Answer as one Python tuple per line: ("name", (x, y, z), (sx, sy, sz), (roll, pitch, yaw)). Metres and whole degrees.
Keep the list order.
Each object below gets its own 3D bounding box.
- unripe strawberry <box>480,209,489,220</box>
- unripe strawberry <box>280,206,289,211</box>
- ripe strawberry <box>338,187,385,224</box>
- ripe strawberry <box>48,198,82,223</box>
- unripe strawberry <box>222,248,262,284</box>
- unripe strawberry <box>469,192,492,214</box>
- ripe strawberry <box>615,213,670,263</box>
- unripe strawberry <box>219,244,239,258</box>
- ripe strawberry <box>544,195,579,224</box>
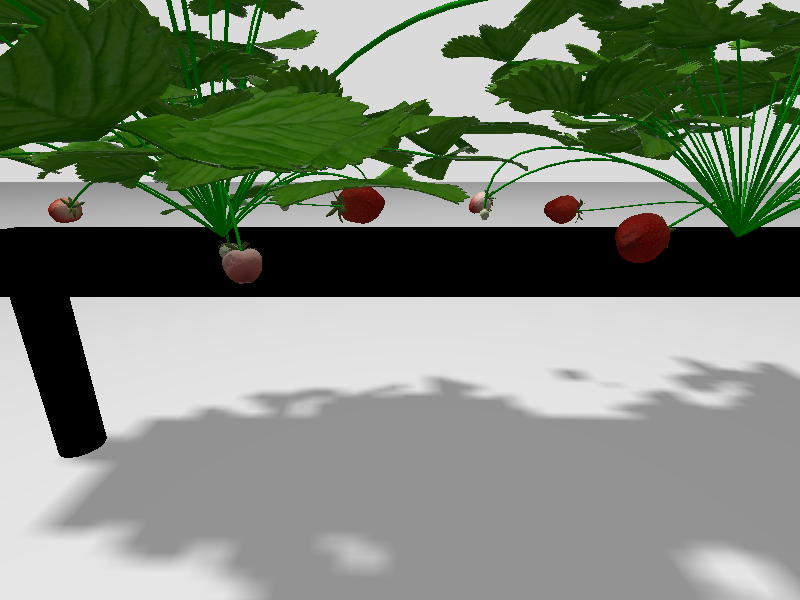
("unripe strawberry", (0.085, -0.085, 0.401), (0.010, 0.011, 0.011), (5, 19, 15))
("unripe strawberry", (-0.140, -0.113, 0.486), (0.011, 0.010, 0.010), (2, 18, 5))
("ripe strawberry", (-0.040, -0.101, 0.418), (0.049, 0.042, 0.049), (-11, 21, -33))
("ripe strawberry", (-0.359, -0.095, 0.428), (0.030, 0.025, 0.030), (-12, 11, 27))
("unripe strawberry", (-0.079, -0.017, 0.202), (0.019, 0.017, 0.017), (-9, -13, -25))
("unripe strawberry", (0.103, -0.124, 0.518), (0.031, 0.027, 0.031), (-18, -9, -44))
("ripe strawberry", (0.147, -0.038, 0.247), (0.032, 0.031, 0.030), (-13, 22, -33))
("unripe strawberry", (-0.098, -0.026, 0.230), (0.011, 0.011, 0.010), (-8, 20, -24))
("ripe strawberry", (0.170, -0.096, 0.423), (0.034, 0.029, 0.034), (11, 21, 32))
